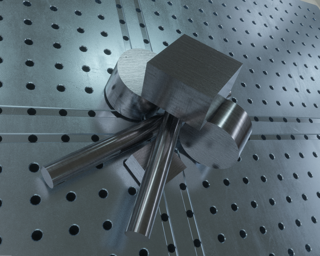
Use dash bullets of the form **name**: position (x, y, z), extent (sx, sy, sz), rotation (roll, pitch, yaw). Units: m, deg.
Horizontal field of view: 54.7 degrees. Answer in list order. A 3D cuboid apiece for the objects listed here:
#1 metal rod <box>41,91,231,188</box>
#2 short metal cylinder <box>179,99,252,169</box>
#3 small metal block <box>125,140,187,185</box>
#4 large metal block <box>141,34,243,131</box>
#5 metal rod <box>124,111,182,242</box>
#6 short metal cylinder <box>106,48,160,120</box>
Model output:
- **metal rod**: position (-0.005, -0.003, 0.403), extent (0.302, 0.025, 0.025), rotation (-26, 76, -37)
- **short metal cylinder**: position (0.072, 0.007, 0.404), extent (0.080, 0.080, 0.050), rotation (40, 52, -1)
- **small metal block**: position (-0.005, 0.045, 0.374), extent (0.050, 0.025, 0.050), rotation (-32, 80, -38)
- **large metal block**: position (0.037, -0.056, 0.360), extent (0.080, 0.050, 0.080), rotation (32, 50, 14)
- **metal rod**: position (0.016, -0.010, 0.386), extent (0.025, 0.025, 0.300), rotation (27, 52, -12)
- **short metal cylinder**: position (-0.025, -0.057, 0.409), extent (0.081, 0.050, 0.080), rotation (14, 56, -21)
